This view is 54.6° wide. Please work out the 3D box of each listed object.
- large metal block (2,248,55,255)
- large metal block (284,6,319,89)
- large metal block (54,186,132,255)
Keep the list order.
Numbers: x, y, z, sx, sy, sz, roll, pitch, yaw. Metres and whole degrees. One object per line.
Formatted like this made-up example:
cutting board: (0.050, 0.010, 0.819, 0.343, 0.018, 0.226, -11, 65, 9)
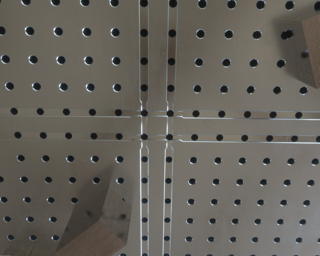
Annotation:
large metal block: (-0.211, 0.243, 0.488, 0.080, 0.050, 0.079, 8, 110, -3)
large metal block: (0.204, -0.102, 0.364, 0.080, 0.050, 0.080, -20, 109, 7)
large metal block: (-0.089, 0.142, 0.436, 0.080, 0.080, 0.050, -38, 106, 13)
